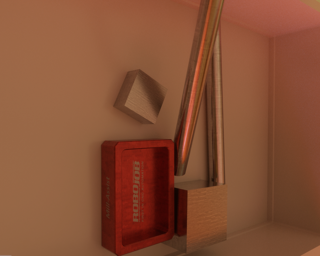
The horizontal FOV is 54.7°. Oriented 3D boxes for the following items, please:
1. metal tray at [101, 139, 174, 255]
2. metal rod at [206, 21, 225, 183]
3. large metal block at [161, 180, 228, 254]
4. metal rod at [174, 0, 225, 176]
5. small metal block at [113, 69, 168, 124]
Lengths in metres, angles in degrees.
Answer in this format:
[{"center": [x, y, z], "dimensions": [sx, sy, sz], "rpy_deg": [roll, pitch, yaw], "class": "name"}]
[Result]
[{"center": [-0.025, 0.079, 0.384], "dimensions": [0.091, 0.030, 0.129], "rpy_deg": [-1, 90, -40], "class": "metal tray"}, {"center": [0.086, -0.025, 0.480], "dimensions": [0.025, 0.025, 0.298], "rpy_deg": [-4, 93, -40], "class": "metal rod"}, {"center": [0.049, 0.119, 0.434], "dimensions": [0.081, 0.050, 0.079], "rpy_deg": [2, 89, -40], "class": "large metal block"}, {"center": [0.045, -0.071, 0.363], "dimensions": [0.025, 0.025, 0.298], "rpy_deg": [-15, 126, -39], "class": "metal rod"}, {"center": [-0.024, -0.038, 0.389], "dimensions": [0.050, 0.025, 0.050], "rpy_deg": [32, 70, -36], "class": "small metal block"}]
